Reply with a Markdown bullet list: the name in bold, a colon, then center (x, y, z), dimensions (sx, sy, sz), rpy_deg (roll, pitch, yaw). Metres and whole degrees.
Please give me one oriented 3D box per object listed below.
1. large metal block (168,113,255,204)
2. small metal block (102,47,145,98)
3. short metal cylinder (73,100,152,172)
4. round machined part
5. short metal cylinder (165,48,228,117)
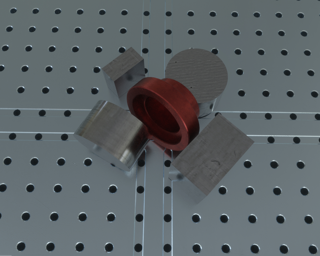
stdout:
- **large metal block**: center (0.057, 0.040, 0.369), dimensions (0.050, 0.080, 0.080), rpy_deg (42, 75, 13)
- **small metal block**: center (-0.048, -0.075, 0.425), dimensions (0.050, 0.050, 0.025), rpy_deg (-40, 75, -13)
- **short metal cylinder**: center (-0.057, 0.010, 0.378), dimensions (0.080, 0.080, 0.050), rpy_deg (29, 73, 10)
- **round machined part**: center (0.009, -0.022, 0.381), dimensions (0.098, 0.098, 0.042), rpy_deg (39, 62, 12)
- **short metal cylinder**: center (0.047, -0.060, 0.420), dimensions (0.081, 0.050, 0.080), rpy_deg (0, 70, 0)
